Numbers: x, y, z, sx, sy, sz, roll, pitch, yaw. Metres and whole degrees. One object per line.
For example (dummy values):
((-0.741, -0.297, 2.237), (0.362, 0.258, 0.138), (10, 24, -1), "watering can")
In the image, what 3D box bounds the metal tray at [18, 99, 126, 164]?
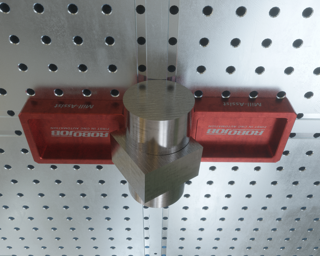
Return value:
((-0.107, 0.007, 0.413), (0.131, 0.030, 0.089), (1, 130, -1), "metal tray")

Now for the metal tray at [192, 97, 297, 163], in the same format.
((0.102, 0.005, 0.413), (0.131, 0.030, 0.089), (1, 130, -1), "metal tray")

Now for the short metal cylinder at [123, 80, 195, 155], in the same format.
((-0.002, -0.014, 0.363), (0.081, 0.080, 0.050), (1, 130, -1), "short metal cylinder")

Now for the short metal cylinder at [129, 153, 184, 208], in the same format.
((-0.004, 0.062, 0.428), (0.081, 0.080, 0.050), (1, 130, -1), "short metal cylinder")

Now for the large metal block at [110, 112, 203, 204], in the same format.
((-0.006, 0.033, 0.384), (0.081, 0.080, 0.050), (-22, 136, -27), "large metal block")
